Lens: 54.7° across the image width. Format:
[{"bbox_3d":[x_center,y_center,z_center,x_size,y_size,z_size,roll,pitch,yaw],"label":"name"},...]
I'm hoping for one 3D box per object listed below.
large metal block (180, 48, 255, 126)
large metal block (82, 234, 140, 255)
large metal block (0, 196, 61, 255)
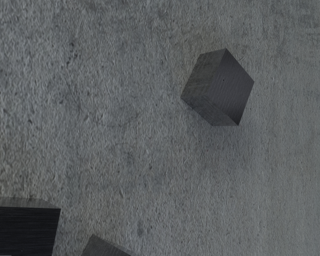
[{"bbox_3d":[0.088,-0.058,0.461,0.080,0.050,0.080,38,67,-34],"label":"large metal block"},{"bbox_3d":[-0.052,0.169,0.325,0.050,0.080,0.080,39,66,-34],"label":"large metal block"},{"bbox_3d":[-0.142,0.104,0.269,0.081,0.050,0.080,15,81,-39],"label":"large metal block"}]
